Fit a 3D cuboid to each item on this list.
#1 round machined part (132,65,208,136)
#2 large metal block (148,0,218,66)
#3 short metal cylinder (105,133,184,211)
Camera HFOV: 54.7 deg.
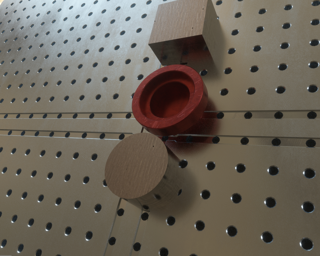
[{"bbox_3d":[0.016,-0.032,0.407,0.098,0.042,0.098,-13,56,20],"label":"round machined part"},{"bbox_3d":[0.037,-0.145,0.460,0.080,0.050,0.080,-2,61,26],"label":"large metal block"},{"bbox_3d":[-0.018,0.052,0.368,0.080,0.050,0.080,-13,56,21],"label":"short metal cylinder"}]
